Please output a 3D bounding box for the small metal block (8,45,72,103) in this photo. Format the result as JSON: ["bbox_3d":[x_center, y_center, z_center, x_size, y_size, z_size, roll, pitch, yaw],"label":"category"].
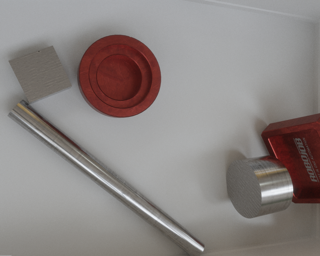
[{"bbox_3d":[-0.138,-0.061,0.360,0.050,0.025,0.050,-26,99,-18],"label":"small metal block"}]

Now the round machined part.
[{"bbox_3d":[-0.052,-0.061,0.383,0.099,0.042,0.097,0,90,-21],"label":"round machined part"}]

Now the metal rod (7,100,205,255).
[{"bbox_3d":[-0.055,0.073,0.390,0.300,0.025,0.025,42,77,-16],"label":"metal rod"}]

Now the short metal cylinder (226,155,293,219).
[{"bbox_3d":[0.137,0.081,0.434,0.050,0.080,0.079,-6,92,-20],"label":"short metal cylinder"}]

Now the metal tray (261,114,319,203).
[{"bbox_3d":[0.218,0.049,0.456,0.030,0.090,0.129,-36,103,-40],"label":"metal tray"}]
